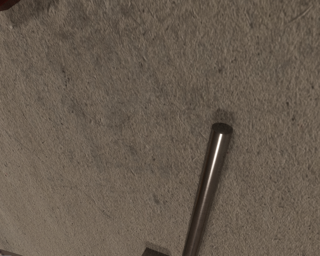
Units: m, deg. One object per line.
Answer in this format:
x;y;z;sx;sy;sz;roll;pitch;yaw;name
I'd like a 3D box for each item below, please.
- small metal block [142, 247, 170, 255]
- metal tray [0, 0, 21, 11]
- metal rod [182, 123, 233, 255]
-0.007;0.252;0.565;0.050;0.025;0.050;12;124;21;small metal block
-0.186;-0.207;0.371;0.130;0.030;0.090;-13;112;33;metal tray
0.059;0.123;0.450;0.025;0.025;0.298;19;126;17;metal rod
